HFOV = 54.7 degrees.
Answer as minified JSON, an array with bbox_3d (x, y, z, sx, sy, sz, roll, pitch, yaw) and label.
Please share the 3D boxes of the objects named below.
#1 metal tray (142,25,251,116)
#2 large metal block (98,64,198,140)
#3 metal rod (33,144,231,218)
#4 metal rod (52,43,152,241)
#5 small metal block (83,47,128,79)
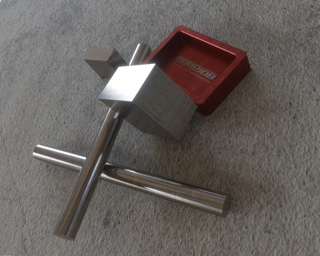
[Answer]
[{"bbox_3d":[0.045,-0.084,0.427,0.090,0.030,0.130,-48,52,-6],"label":"metal tray"},{"bbox_3d":[-0.015,-0.032,0.381,0.080,0.080,0.050,10,66,53],"label":"large metal block"},{"bbox_3d":[-0.057,0.058,0.396,0.300,0.025,0.025,10,67,32],"label":"metal rod"},{"bbox_3d":[-0.065,-0.003,0.414,0.025,0.025,0.300,-1,54,27],"label":"metal rod"},{"bbox_3d":[-0.083,-0.102,0.492,0.050,0.050,0.025,12,68,33],"label":"small metal block"}]
